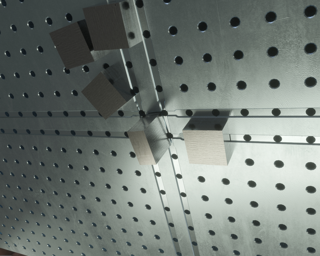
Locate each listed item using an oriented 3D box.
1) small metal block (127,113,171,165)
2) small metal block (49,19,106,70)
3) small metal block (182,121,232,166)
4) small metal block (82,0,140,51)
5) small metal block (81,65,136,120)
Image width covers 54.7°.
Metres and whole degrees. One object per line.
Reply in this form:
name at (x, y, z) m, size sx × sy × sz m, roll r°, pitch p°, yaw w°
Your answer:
small metal block at (-0.013, 0.014, 0.409) m, size 0.025 × 0.050 × 0.050 m, roll -5°, pitch 116°, yaw 30°
small metal block at (-0.106, -0.108, 0.399) m, size 0.050 × 0.025 × 0.050 m, roll -8°, pitch 115°, yaw 31°
small metal block at (0.060, 0.019, 0.390) m, size 0.050 × 0.025 × 0.050 m, roll 0°, pitch 119°, yaw 27°
small metal block at (-0.057, -0.121, 0.365) m, size 0.050 × 0.025 × 0.050 m, roll 3°, pitch 120°, yaw 26°
small metal block at (-0.069, -0.047, 0.417) m, size 0.050 × 0.025 × 0.050 m, roll -34°, pitch 100°, yaw 38°
